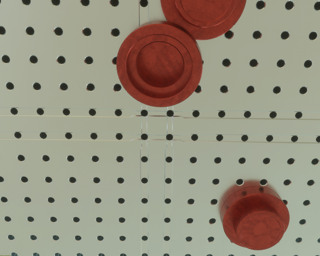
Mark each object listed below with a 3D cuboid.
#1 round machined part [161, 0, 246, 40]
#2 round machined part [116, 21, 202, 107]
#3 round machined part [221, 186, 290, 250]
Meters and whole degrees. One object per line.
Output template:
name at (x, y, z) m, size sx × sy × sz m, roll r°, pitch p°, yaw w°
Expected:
round machined part at (0.050, -0.149, 0.350) m, size 0.099 × 0.042 × 0.097 m, roll 0°, pitch 110°, yaw 0°
round machined part at (0.001, -0.077, 0.370) m, size 0.098 × 0.042 × 0.097 m, roll 2°, pitch 118°, yaw 5°
round machined part at (0.142, 0.139, 0.456) m, size 0.099 × 0.042 × 0.097 m, roll 0°, pitch 110°, yaw 0°
